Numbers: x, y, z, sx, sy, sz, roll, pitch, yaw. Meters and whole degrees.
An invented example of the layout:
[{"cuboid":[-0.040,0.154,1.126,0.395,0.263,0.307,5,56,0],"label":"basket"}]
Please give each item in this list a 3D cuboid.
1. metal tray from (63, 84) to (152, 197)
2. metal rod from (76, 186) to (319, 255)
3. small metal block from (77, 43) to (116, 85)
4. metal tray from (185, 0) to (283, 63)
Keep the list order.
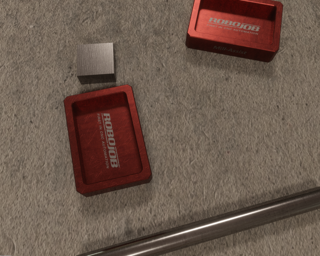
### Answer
[{"cuboid":[-0.067,0.014,0.399,0.091,0.030,0.130,-12,71,-5],"label":"metal tray"},{"cuboid":[0.054,0.120,0.364,0.302,0.025,0.025,-14,71,-6],"label":"metal rod"},{"cuboid":[-0.090,-0.092,0.441,0.050,0.025,0.050,-4,70,-2],"label":"small metal block"},{"cuboid":[0.111,-0.154,0.463,0.131,0.030,0.090,11,70,3],"label":"metal tray"}]
